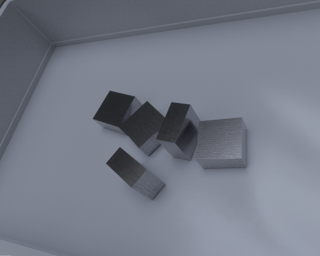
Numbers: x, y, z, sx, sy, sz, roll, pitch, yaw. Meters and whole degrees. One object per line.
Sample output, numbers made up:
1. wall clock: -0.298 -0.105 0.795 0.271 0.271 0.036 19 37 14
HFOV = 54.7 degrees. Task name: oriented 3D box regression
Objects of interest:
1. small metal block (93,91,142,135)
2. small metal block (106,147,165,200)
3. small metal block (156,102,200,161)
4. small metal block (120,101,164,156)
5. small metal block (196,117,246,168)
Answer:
1. small metal block: -0.060 -0.022 0.446 0.050 0.025 0.050 16 70 34
2. small metal block: -0.028 0.054 0.367 0.050 0.050 0.025 35 82 37
3. small metal block: 0.025 0.005 0.370 0.025 0.050 0.050 10 67 31
4. small metal block: -0.017 0.000 0.410 0.050 0.025 0.050 -43 51 -2
5. small metal block: 0.071 0.018 0.354 0.050 0.025 0.050 -5 59 25
